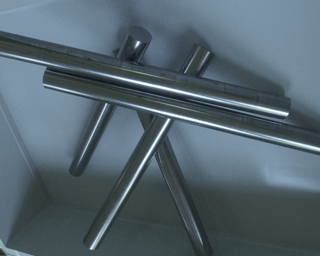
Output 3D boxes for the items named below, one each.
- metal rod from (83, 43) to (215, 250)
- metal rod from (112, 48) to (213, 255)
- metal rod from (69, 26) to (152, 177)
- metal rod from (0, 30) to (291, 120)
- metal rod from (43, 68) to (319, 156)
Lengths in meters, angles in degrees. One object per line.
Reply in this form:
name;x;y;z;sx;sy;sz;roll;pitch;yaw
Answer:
metal rod;-0.023;0.037;0.380;0.025;0.025;0.298;33;109;6
metal rod;0.008;0.039;0.402;0.025;0.025;0.298;-14;104;33
metal rod;-0.081;-0.011;0.418;0.025;0.025;0.298;38;136;2
metal rod;-0.015;-0.053;0.317;0.302;0.025;0.025;12;126;-4
metal rod;0.028;-0.018;0.329;0.302;0.025;0.025;14;126;0
